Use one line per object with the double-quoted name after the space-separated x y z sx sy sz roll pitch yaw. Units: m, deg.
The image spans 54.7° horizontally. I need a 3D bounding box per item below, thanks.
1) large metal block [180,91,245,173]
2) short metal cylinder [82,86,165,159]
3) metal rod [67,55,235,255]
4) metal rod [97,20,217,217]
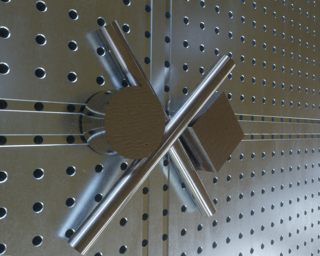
0.067 0.005 0.443 0.080 0.050 0.080 -46 118 -30 "large metal block"
-0.041 -0.006 0.354 0.081 0.050 0.079 0 90 -40 "short metal cylinder"
0.002 0.019 0.379 0.301 0.025 0.025 -50 120 -18 "metal rod"
0.007 0.003 0.409 0.025 0.025 0.299 -43 116 -31 "metal rod"
